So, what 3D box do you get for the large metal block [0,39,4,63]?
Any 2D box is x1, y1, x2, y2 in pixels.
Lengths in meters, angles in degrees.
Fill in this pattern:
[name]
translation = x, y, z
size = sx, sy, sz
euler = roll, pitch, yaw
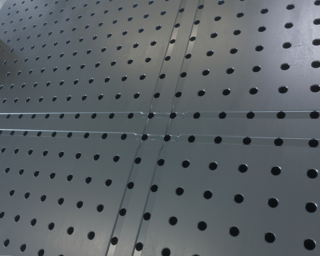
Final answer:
[large metal block]
translation = -0.414, -0.173, 0.716
size = 0.080, 0.050, 0.080
euler = -29, 52, 10
